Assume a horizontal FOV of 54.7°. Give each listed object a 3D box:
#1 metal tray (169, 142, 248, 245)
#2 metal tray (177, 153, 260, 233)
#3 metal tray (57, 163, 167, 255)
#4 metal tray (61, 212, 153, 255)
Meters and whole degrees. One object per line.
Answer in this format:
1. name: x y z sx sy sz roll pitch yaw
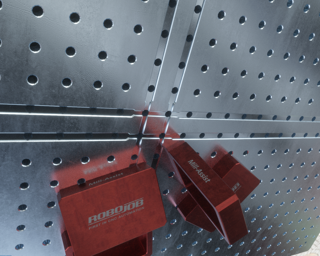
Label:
1. metal tray: 0.065 0.088 0.436 0.030 0.130 0.090 -31 129 -9
2. metal tray: 0.103 0.116 0.539 0.130 0.030 0.090 -48 129 5
3. metal tray: -0.063 0.111 0.423 0.131 0.030 0.089 -17 104 -19
4. metal tray: -0.077 0.181 0.479 0.131 0.030 0.089 -13 124 -22
